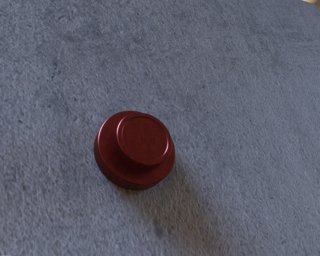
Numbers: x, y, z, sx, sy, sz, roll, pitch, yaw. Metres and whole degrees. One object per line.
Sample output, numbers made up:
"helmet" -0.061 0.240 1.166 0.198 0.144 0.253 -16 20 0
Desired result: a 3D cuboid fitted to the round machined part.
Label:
"round machined part" -0.025 0.021 0.368 0.099 0.042 0.098 14 56 -21
